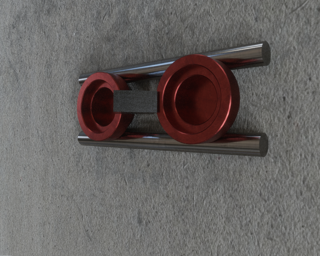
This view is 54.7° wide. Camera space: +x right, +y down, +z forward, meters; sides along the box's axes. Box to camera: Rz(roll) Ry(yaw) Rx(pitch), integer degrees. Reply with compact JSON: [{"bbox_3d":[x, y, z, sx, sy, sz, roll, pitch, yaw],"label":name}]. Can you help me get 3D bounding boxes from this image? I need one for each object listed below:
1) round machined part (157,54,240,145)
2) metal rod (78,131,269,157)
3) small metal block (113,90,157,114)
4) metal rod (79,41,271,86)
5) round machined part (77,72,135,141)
[{"bbox_3d":[0.046,-0.031,0.351,0.098,0.042,0.097,0,90,40],"label":"round machined part"},{"bbox_3d":[-0.009,0.017,0.413,0.300,0.025,0.025,0,90,40],"label":"metal rod"},{"bbox_3d":[-0.031,-0.031,0.382,0.050,0.050,0.025,178,93,-83],"label":"small metal block"},{"bbox_3d":[-0.007,-0.077,0.412,0.300,0.025,0.025,0,90,40],"label":"metal rod"},{"bbox_3d":[-0.074,-0.030,0.451,0.098,0.042,0.097,0,90,40],"label":"round machined part"}]
